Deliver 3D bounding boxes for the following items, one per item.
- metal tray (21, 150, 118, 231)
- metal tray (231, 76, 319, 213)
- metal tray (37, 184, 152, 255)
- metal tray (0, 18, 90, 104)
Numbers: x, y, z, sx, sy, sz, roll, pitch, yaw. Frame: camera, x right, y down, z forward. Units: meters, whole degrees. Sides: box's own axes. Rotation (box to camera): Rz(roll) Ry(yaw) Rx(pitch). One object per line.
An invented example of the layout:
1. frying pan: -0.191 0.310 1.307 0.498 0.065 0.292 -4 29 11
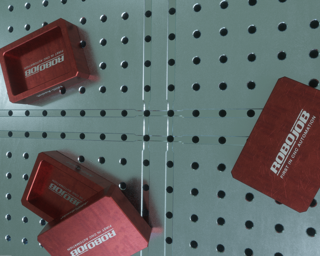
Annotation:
1. metal tray: -0.135 0.101 0.458 0.130 0.030 0.090 26 98 18
2. metal tray: 0.151 0.018 0.356 0.090 0.030 0.129 27 99 18
3. metal tray: -0.089 0.146 0.424 0.130 0.030 0.090 -33 102 16
4. metal tray: -0.179 -0.098 0.474 0.130 0.030 0.090 -18 84 19
